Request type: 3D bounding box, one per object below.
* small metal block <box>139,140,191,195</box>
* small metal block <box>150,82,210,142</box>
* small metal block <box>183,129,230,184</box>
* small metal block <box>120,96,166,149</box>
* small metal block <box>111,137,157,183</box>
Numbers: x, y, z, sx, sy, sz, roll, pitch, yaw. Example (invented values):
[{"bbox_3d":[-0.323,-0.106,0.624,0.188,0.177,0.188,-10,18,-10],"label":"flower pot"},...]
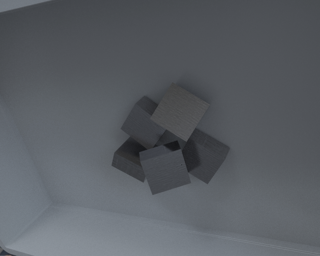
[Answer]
[{"bbox_3d":[0.006,0.049,0.386,0.050,0.025,0.050,-18,113,0],"label":"small metal block"},{"bbox_3d":[0.024,-0.019,0.367,0.050,0.025,0.050,32,95,6],"label":"small metal block"},{"bbox_3d":[0.054,0.037,0.399,0.050,0.025,0.050,31,128,8],"label":"small metal block"},{"bbox_3d":[-0.017,-0.006,0.409,0.050,0.025,0.050,37,129,2],"label":"small metal block"},{"bbox_3d":[-0.031,0.041,0.429,0.050,0.050,0.025,26,127,11],"label":"small metal block"}]
